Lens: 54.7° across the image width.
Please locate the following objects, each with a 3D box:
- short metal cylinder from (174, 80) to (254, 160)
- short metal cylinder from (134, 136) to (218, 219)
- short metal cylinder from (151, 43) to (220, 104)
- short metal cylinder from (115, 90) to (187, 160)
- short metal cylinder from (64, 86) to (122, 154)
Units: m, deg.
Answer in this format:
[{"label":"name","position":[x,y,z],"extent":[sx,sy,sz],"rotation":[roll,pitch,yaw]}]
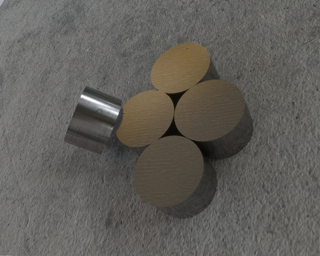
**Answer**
[{"label":"short metal cylinder","position":[0.064,-0.009,0.362],"extent":[0.080,0.050,0.080],"rotation":[-13,56,21]},{"label":"short metal cylinder","position":[0.018,0.055,0.346],"extent":[0.080,0.050,0.080],"rotation":[-13,56,21]},{"label":"short metal cylinder","position":[0.035,-0.065,0.411],"extent":[0.080,0.050,0.080],"rotation":[-13,56,21]},{"label":"short metal cylinder","position":[-0.009,-0.001,0.395],"extent":[0.080,0.050,0.080],"rotation":[-13,56,21]},{"label":"short metal cylinder","position":[-0.090,-0.010,0.416],"extent":[0.080,0.050,0.080],"rotation":[-157,89,-78]}]
